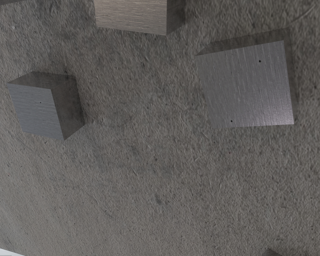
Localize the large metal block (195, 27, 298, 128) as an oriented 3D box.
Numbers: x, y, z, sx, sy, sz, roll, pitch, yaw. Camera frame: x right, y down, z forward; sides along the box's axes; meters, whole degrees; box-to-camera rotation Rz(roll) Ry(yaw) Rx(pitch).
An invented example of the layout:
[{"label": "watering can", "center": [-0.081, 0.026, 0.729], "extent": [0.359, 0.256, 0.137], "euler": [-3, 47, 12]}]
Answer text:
[{"label": "large metal block", "center": [0.090, -0.048, 0.313], "extent": [0.080, 0.050, 0.080], "euler": [-4, 117, 30]}]

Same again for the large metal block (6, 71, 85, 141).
[{"label": "large metal block", "center": [-0.165, -0.034, 0.457], "extent": [0.080, 0.050, 0.079], "euler": [10, 123, 23]}]

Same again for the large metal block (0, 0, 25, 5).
[{"label": "large metal block", "center": [-0.179, -0.190, 0.348], "extent": [0.050, 0.080, 0.080], "euler": [-21, 107, 36]}]

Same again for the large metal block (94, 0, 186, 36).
[{"label": "large metal block", "center": [-0.020, -0.144, 0.312], "extent": [0.080, 0.050, 0.079], "euler": [14, 124, 20]}]

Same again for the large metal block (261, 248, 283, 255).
[{"label": "large metal block", "center": [0.171, 0.233, 0.444], "extent": [0.080, 0.050, 0.079], "euler": [26, 128, 11]}]
